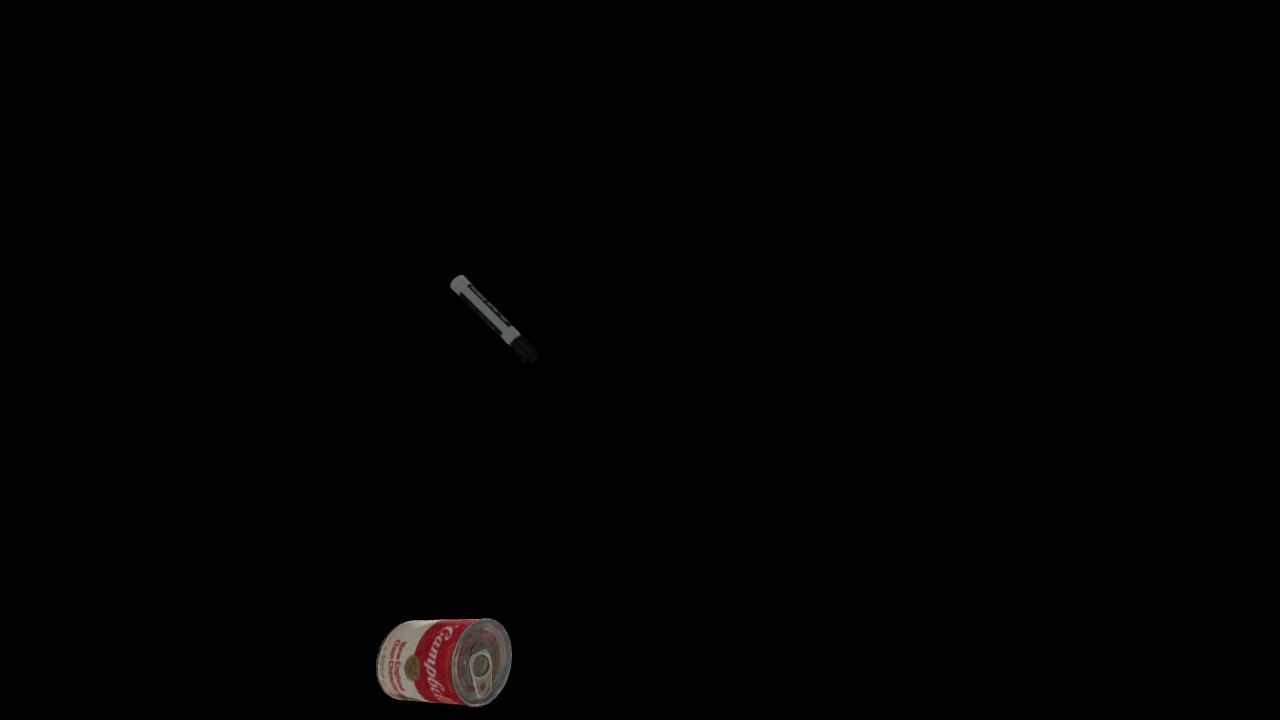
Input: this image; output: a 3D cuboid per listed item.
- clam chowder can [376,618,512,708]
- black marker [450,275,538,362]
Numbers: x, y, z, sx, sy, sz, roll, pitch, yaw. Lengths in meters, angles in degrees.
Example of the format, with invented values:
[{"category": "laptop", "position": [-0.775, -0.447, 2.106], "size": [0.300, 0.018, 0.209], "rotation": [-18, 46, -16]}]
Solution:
[{"category": "clam chowder can", "position": [-0.173, 0.264, 0.542], "size": [0.102, 0.068, 0.068], "rotation": [-15, -8, 30]}, {"category": "black marker", "position": [-0.151, -0.042, 0.639], "size": [0.121, 0.020, 0.020], "rotation": [44, 9, 10]}]
